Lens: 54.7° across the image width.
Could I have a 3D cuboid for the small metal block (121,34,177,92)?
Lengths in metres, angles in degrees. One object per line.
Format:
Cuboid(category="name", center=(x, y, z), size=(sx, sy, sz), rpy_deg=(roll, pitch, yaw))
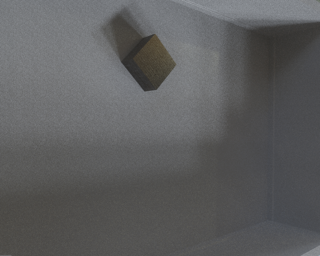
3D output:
Cuboid(category="small metal block", center=(-0.013, -0.083, 0.397), size=(0.050, 0.025, 0.050), rpy_deg=(51, 60, -28))
